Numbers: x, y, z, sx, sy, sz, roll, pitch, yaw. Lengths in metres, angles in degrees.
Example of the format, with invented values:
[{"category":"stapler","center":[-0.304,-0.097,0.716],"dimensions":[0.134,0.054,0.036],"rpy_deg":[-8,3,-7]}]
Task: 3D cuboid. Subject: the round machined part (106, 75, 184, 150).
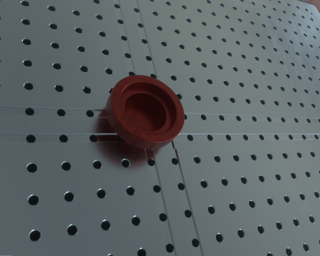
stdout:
[{"category":"round machined part","center":[-0.022,-0.016,0.397],"dimensions":[0.099,0.042,0.098],"rpy_deg":[14,56,-21]}]
